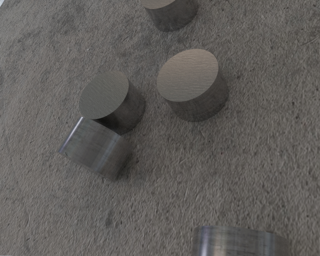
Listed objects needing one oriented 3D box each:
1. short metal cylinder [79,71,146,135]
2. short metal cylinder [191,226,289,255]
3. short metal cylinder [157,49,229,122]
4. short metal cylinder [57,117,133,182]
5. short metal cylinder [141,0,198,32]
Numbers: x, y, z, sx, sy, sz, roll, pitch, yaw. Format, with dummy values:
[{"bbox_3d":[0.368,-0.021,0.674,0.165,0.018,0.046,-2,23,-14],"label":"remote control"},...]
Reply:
[{"bbox_3d":[-0.068,-0.035,0.445,0.080,0.050,0.080,-13,56,21],"label":"short metal cylinder"},{"bbox_3d":[0.066,0.117,0.262,0.080,0.080,0.050,-4,60,26],"label":"short metal cylinder"},{"bbox_3d":[0.043,-0.054,0.399,0.080,0.050,0.080,-13,56,21],"label":"short metal cylinder"},{"bbox_3d":[-0.082,0.028,0.394,0.080,0.080,0.050,17,71,35],"label":"short metal cylinder"},{"bbox_3d":[0.016,-0.204,0.505,0.080,0.050,0.080,-13,56,21],"label":"short metal cylinder"}]
